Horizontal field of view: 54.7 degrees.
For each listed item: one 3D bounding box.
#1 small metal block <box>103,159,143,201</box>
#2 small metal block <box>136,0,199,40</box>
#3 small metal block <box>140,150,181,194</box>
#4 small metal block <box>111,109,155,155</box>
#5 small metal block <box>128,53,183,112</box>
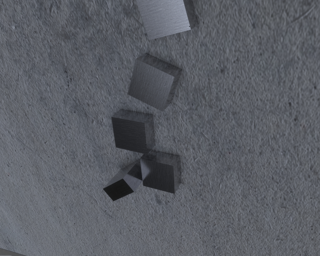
[{"bbox_3d":[-0.050,0.078,0.465,0.050,0.050,0.025,-31,100,38],"label":"small metal block"},{"bbox_3d":[0.007,-0.125,0.325,0.050,0.025,0.050,-5,116,30],"label":"small metal block"},{"bbox_3d":[0.002,0.062,0.444,0.050,0.025,0.050,10,123,22],"label":"small metal block"},{"bbox_3d":[-0.036,0.005,0.429,0.050,0.025,0.050,11,123,22],"label":"small metal block"},{"bbox_3d":[-0.007,-0.056,0.376,0.050,0.025,0.050,27,128,11],"label":"small metal block"}]
